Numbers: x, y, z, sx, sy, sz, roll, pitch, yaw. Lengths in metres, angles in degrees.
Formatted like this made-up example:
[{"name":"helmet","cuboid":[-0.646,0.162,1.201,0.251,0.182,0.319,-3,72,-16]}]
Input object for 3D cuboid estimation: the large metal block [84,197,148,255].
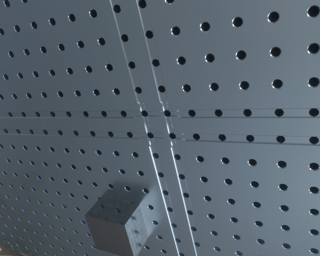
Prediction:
[{"name":"large metal block","cuboid":[-0.074,0.174,0.543,0.080,0.050,0.080,4,120,26]}]
